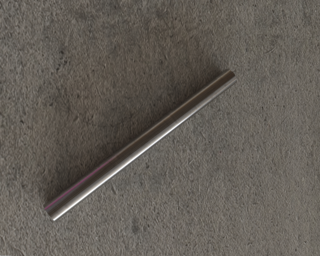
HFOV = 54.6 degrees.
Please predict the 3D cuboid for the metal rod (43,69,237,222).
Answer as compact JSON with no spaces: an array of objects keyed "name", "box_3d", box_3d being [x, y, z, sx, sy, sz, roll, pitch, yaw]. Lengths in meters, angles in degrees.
[{"name":"metal rod","box_3d":[-0.014,0.013,0.405,0.301,0.025,0.025,-37,102,-16]}]
